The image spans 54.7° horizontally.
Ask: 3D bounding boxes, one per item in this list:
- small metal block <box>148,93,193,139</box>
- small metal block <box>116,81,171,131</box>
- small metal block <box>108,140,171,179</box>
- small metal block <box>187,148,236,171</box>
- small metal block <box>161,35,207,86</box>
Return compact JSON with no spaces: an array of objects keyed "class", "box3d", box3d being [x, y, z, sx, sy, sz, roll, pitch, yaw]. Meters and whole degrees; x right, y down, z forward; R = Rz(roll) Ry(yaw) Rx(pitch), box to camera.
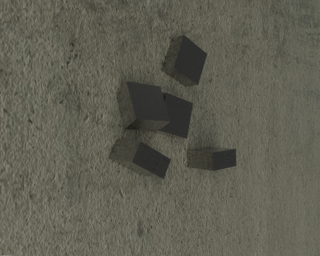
[{"class":"small metal block","box3d":[0.014,-0.015,0.416,0.050,0.025,0.050,17,80,-39]},{"class":"small metal block","box3d":[-0.020,-0.026,0.374,0.050,0.025,0.050,3,61,-39]},{"class":"small metal block","box3d":[-0.024,0.037,0.368,0.050,0.050,0.025,34,69,-35]},{"class":"small metal block","box3d":[0.075,0.044,0.451,0.050,0.050,0.025,-4,93,-40]},{"class":"small metal block","box3d":[0.035,-0.093,0.433,0.050,0.025,0.050,28,73,-37]}]
